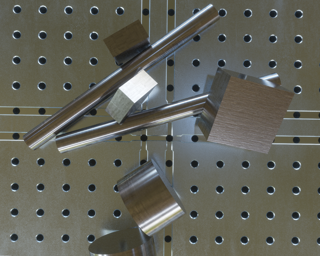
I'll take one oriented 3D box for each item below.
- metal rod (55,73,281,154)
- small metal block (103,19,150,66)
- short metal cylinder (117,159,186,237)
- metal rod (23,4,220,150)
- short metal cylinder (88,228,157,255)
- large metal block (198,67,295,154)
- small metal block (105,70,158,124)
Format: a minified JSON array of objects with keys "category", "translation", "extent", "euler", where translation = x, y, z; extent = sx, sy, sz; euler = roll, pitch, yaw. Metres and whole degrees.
[{"category":"metal rod","translation":[0.011,-0.020,0.413],"extent":[0.302,0.025,0.025],"euler":[-16,90,0]},{"category":"small metal block","translation":[-0.041,-0.109,0.400],"extent":[0.050,0.050,0.025],"euler":[-30,90,0]},{"category":"short metal cylinder","translation":[-0.010,0.085,0.386],"extent":[0.050,0.080,0.080],"euler":[-33,90,0]},{"category":"metal rod","translation":[-0.051,-0.068,0.412],"extent":[0.301,0.025,0.025],"euler":[-35,90,0]},{"category":"short metal cylinder","translation":[-0.044,0.164,0.386],"extent":[0.080,0.080,0.050],"euler":[-10,90,0]},{"category":"large metal block","translation":[0.102,-0.022,0.382],"extent":[0.081,0.050,0.079],"euler":[13,110,-12]},{"category":"small metal block","translation":[-0.036,-0.039,0.390],"extent":[0.025,0.050,0.050],"euler":[44,49,0]}]
